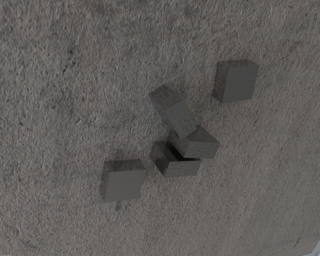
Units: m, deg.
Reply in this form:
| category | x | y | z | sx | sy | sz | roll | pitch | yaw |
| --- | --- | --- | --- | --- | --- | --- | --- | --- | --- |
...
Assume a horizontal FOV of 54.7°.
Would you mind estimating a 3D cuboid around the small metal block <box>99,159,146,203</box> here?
| category | x | y | z | sx | sy | sz | roll | pitch | yaw |
| --- | --- | --- | --- | --- | --- | --- | --- | --- | --- |
| small metal block | -0.052 | 0.072 | 0.423 | 0.050 | 0.025 | 0.050 | 0 | 119 | -29 |

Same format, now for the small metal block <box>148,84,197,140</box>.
| category | x | y | z | sx | sy | sz | roll | pitch | yaw |
| --- | --- | --- | --- | --- | --- | --- | --- | --- | --- |
| small metal block | 0.016 | -0.021 | 0.386 | 0.025 | 0.050 | 0.050 | -35 | 129 | -6 |

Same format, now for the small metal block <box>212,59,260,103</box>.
| category | x | y | z | sx | sy | sz | roll | pitch | yaw |
| --- | --- | --- | --- | --- | --- | --- | --- | --- | --- |
| small metal block | 0.103 | -0.064 | 0.423 | 0.050 | 0.025 | 0.050 | -10 | 123 | -23 |

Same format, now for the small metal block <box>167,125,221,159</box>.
| category | x | y | z | sx | sy | sz | roll | pitch | yaw |
| --- | --- | --- | --- | --- | --- | --- | --- | --- | --- |
| small metal block | 0.045 | 0.017 | 0.426 | 0.050 | 0.050 | 0.025 | 6 | 116 | -31 |

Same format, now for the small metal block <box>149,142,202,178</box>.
| category | x | y | z | sx | sy | sz | roll | pitch | yaw |
| --- | --- | --- | --- | --- | --- | --- | --- | --- | --- |
| small metal block | 0.021 | 0.042 | 0.428 | 0.050 | 0.050 | 0.025 | 1 | 118 | -29 |
